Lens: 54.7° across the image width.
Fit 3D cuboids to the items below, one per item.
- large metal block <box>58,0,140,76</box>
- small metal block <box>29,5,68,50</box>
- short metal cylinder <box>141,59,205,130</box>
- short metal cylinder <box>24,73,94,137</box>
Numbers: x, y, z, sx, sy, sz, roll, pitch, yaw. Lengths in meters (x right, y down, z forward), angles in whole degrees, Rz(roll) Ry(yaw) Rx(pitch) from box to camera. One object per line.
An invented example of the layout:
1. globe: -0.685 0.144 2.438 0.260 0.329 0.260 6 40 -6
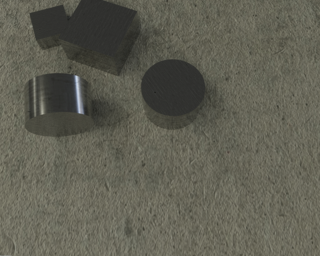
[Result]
1. large metal block: -0.083 -0.132 0.442 0.080 0.050 0.080 20 71 7
2. small metal block: -0.160 -0.150 0.461 0.050 0.025 0.050 -18 71 -7
3. short metal cylinder: 0.016 -0.043 0.411 0.081 0.050 0.080 0 70 0
4. short metal cylinder: -0.126 -0.026 0.387 0.081 0.080 0.050 -9 71 -4
